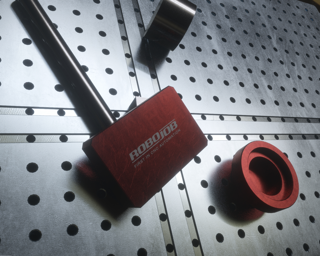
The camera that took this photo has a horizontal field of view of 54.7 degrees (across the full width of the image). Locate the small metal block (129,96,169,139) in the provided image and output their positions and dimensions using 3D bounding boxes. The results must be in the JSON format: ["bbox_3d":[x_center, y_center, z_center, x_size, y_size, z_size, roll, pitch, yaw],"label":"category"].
[{"bbox_3d":[-0.011,-0.011,0.411,0.050,0.025,0.050,6,59,-25],"label":"small metal block"}]

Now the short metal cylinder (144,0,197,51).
[{"bbox_3d":[0.015,-0.167,0.485,0.050,0.080,0.080,25,53,-13],"label":"short metal cylinder"}]

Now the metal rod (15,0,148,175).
[{"bbox_3d":[-0.105,-0.064,0.391,0.025,0.025,0.299,-26,76,-37],"label":"metal rod"}]

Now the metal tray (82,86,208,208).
[{"bbox_3d":[-0.012,0.019,0.364,0.131,0.030,0.090,-38,99,-32],"label":"metal tray"}]

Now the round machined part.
[{"bbox_3d":[0.140,0.070,0.432,0.099,0.042,0.098,14,56,-21],"label":"round machined part"}]
